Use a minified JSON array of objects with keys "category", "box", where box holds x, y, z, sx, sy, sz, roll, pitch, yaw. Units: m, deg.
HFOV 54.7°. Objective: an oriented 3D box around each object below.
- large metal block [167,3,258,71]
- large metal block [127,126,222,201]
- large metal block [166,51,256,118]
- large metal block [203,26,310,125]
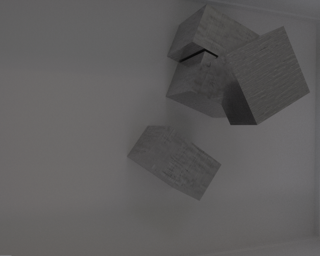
[{"category":"large metal block","box":[0.067,-0.107,0.406,0.080,0.080,0.050,23,82,-19]},{"category":"large metal block","box":[0.014,0.040,0.387,0.080,0.080,0.050,37,78,-17]},{"category":"large metal block","box":[0.065,-0.052,0.405,0.080,0.080,0.050,22,83,-19]},{"category":"large metal block","box":[0.109,-0.057,0.352,0.080,0.050,0.080,-29,100,-18]}]
